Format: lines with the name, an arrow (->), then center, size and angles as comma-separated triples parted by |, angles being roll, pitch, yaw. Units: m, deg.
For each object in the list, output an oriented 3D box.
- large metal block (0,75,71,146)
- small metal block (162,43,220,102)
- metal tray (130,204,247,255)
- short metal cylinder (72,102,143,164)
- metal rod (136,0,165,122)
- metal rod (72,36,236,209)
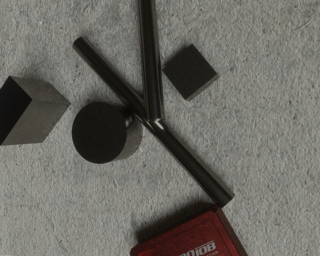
large metal block -> -0.191, -0.023, 0.445 | 0.050, 0.080, 0.080 | 43, 103, 14
small metal block -> 0.040, -0.069, 0.394 | 0.050, 0.025, 0.050 | -39, 78, 15
metal tray -> 0.037, 0.166, 0.392 | 0.130, 0.030, 0.090 | -32, 80, 16
short metal cylinder -> -0.070, 0.006, 0.419 | 0.080, 0.050, 0.079 | 0, 90, 19
metal rod -> -0.018, -0.158, 0.402 | 0.025, 0.025, 0.298 | -7, 83, 19
metal rod -> -0.016, -0.016, 0.413 | 0.025, 0.025, 0.300 | -46, 76, 14
